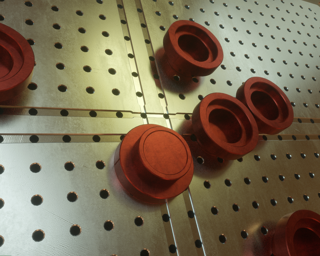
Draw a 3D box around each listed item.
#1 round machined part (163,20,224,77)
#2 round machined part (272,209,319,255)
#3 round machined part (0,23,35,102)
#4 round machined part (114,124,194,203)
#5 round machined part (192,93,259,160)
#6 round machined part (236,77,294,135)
[{"bbox_3d":[0.049,-0.122,0.497,0.099,0.042,0.098,13,56,-21],"label":"round machined part"},{"bbox_3d":[0.186,0.159,0.400,0.099,0.042,0.098,13,56,-21],"label":"round machined part"},{"bbox_3d":[-0.191,-0.068,0.336,0.099,0.042,0.098,13,56,-21],"label":"round machined part"},{"bbox_3d":[-0.002,0.037,0.373,0.099,0.042,0.098,13,56,-21],"label":"round machined part"},{"bbox_3d":[0.088,0.001,0.443,0.099,0.042,0.098,14,56,-21],"label":"round machined part"},{"bbox_3d":[0.163,-0.032,0.504,0.099,0.042,0.098,13,56,-21],"label":"round machined part"}]
